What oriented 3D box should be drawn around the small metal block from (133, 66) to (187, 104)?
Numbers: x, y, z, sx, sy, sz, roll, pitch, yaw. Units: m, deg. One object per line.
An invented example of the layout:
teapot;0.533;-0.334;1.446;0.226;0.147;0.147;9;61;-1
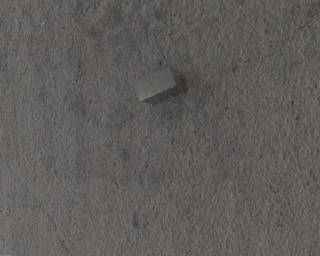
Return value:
small metal block;0.002;-0.053;0.395;0.050;0.050;0.025;-22;83;19
